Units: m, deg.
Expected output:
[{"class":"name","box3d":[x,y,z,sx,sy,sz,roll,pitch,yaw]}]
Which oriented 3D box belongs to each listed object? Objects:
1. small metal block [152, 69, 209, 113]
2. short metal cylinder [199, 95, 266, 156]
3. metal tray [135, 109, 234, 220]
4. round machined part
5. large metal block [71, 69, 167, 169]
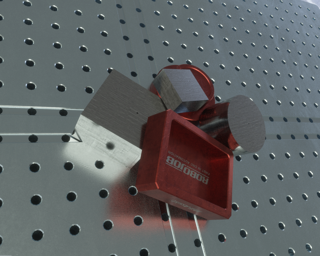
[{"class":"small metal block","box3d":[0.026,-0.047,0.391,0.050,0.025,0.050,-9,63,-44]},{"class":"short metal cylinder","box3d":[0.102,-0.001,0.433,0.081,0.050,0.080,13,68,-36]},{"class":"metal tray","box3d":[0.036,0.047,0.359,0.130,0.030,0.090,31,55,-37]},{"class":"round machined part","box3d":[0.039,-0.054,0.451,0.099,0.042,0.098,14,56,-21]},{"class":"large metal block","box3d":[-0.046,-0.011,0.374,0.080,0.050,0.080,31,52,-8]}]
